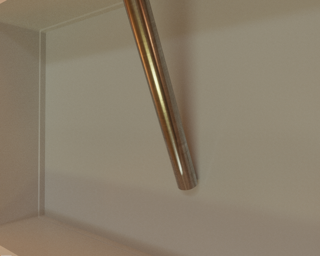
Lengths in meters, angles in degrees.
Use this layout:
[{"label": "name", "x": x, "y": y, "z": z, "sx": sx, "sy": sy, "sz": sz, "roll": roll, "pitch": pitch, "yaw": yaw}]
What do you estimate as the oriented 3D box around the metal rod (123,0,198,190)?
[{"label": "metal rod", "x": -0.005, "y": -0.065, "z": 0.327, "sx": 0.025, "sy": 0.025, "sz": 0.298, "roll": 2, "pitch": 117, "yaw": 40}]
